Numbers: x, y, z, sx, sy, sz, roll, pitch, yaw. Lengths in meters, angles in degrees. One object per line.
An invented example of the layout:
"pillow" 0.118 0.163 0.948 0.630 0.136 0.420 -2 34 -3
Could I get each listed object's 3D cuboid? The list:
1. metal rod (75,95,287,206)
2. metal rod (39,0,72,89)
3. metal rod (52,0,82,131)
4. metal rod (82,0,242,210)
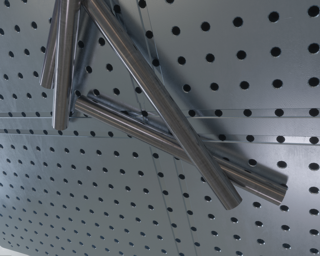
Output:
"metal rod" 0.018 0.024 0.417 0.301 0.025 0.025 24 127 13
"metal rod" -0.106 -0.166 0.365 0.025 0.025 0.298 35 129 5
"metal rod" -0.118 -0.105 0.390 0.025 0.025 0.298 30 134 9
"metal rod" 0.005 -0.029 0.372 0.025 0.025 0.299 -32 95 38
